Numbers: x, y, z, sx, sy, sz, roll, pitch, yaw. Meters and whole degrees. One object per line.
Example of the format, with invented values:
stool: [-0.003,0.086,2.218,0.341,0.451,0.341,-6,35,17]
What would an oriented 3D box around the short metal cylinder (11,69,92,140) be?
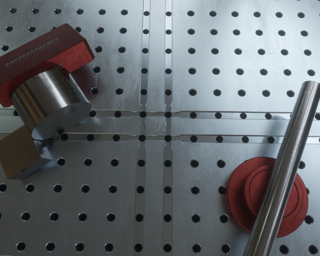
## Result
short metal cylinder: [-0.135,-0.028,0.389,0.080,0.080,0.050,-33,80,-11]

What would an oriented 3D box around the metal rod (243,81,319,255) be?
metal rod: [0.128,0.076,0.341,0.025,0.025,0.300,24,71,8]

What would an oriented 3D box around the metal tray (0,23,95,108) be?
metal tray: [-0.164,-0.089,0.417,0.131,0.030,0.090,-32,42,-12]

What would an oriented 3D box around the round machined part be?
round machined part: [0.131,0.082,0.374,0.099,0.042,0.098,0,70,-1]

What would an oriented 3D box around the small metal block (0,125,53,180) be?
small metal block: [-0.173,0.031,0.392,0.050,0.025,0.050,-32,73,4]
